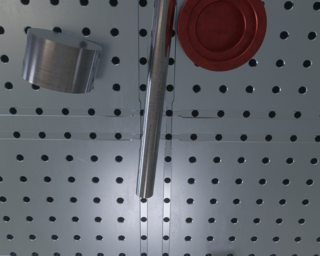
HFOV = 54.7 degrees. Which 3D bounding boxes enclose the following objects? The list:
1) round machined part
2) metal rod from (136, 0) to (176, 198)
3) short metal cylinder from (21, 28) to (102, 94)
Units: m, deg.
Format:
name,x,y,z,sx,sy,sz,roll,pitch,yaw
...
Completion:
name,x,y,z,sx,sy,sz,roll,pitch,yaw
round machined part,0.069,-0.118,0.361,0.099,0.042,0.097,0,110,0
metal rod,-0.006,-0.044,0.397,0.025,0.025,0.298,6,110,-2
short metal cylinder,-0.112,-0.077,0.354,0.080,0.080,0.050,16,109,-6
